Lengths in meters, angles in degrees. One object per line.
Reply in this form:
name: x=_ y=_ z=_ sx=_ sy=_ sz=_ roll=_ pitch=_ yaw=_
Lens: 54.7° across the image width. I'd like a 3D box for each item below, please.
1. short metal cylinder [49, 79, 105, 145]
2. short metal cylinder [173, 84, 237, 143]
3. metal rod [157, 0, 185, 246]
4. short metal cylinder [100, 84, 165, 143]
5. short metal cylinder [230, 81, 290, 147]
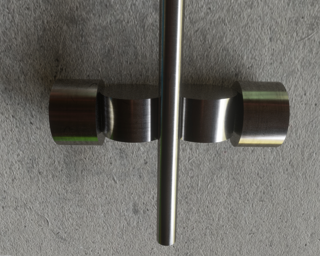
short metal cylinder: x=-0.095 y=-0.019 z=0.374 sx=0.050 sy=0.080 sz=0.079 roll=1 pitch=110 yaw=-1
short metal cylinder: x=0.050 y=-0.020 z=0.374 sx=0.081 sy=0.080 sz=0.050 roll=1 pitch=110 yaw=-1
metal rod: x=0.010 y=0.003 z=0.347 sx=0.025 sy=0.025 sz=0.298 roll=1 pitch=110 yaw=-1
short metal cylinder: x=-0.030 y=-0.021 z=0.374 sx=0.081 sy=0.080 sz=0.050 roll=1 pitch=110 yaw=-1
short metal cylinder: x=0.116 y=-0.017 z=0.377 sx=0.050 sy=0.080 sz=0.079 roll=1 pitch=110 yaw=-1
